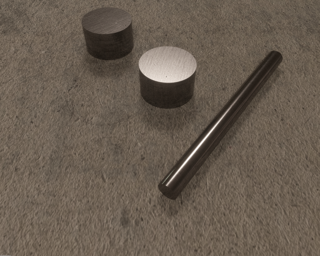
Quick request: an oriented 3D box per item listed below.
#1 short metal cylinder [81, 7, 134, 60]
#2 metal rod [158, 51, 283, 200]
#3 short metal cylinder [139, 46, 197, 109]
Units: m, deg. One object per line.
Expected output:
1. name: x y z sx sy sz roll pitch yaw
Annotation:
1. short metal cylinder: -0.086 -0.159 0.519 0.081 0.050 0.080 0 50 0
2. metal rod: 0.097 -0.022 0.422 0.025 0.025 0.301 30 56 22
3. short metal cylinder: 0.011 -0.074 0.449 0.081 0.050 0.080 0 50 0
